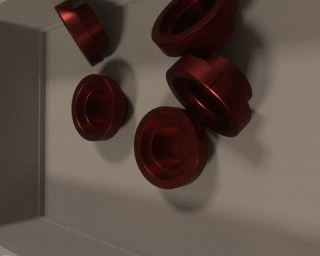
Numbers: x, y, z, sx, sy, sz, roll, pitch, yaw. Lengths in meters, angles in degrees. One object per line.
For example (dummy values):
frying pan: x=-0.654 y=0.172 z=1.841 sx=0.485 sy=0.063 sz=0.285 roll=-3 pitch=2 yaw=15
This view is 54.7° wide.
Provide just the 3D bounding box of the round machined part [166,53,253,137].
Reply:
round machined part: x=0.056 y=-0.039 z=0.324 sx=0.042 sy=0.098 sz=0.098 roll=-46 pitch=56 yaw=-11

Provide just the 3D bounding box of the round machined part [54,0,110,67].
round machined part: x=-0.110 y=-0.144 z=0.460 sx=0.042 sy=0.098 sz=0.098 roll=-33 pitch=64 yaw=-6

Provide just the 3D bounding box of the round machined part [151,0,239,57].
round machined part: x=0.042 y=-0.114 z=0.341 sx=0.098 sy=0.042 sz=0.098 roll=-26 pitch=41 yaw=26

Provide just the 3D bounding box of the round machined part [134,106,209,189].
round machined part: x=0.018 y=0.023 z=0.379 sx=0.098 sy=0.042 sz=0.097 roll=0 pitch=90 yaw=39

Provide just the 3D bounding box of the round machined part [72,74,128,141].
round machined part: x=-0.086 y=-0.030 z=0.464 sx=0.098 sy=0.042 sz=0.097 roll=0 pitch=90 yaw=39
